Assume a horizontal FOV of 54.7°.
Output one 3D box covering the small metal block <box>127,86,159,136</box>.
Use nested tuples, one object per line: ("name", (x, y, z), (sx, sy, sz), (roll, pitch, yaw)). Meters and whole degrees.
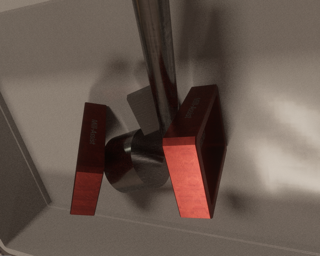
("small metal block", (-0.007, -0.026, 0.381), (0.050, 0.025, 0.050), (-24, 109, 3))

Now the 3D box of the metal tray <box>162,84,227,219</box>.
("metal tray", (0.043, 0.019, 0.327), (0.030, 0.130, 0.089), (-4, 117, 21))

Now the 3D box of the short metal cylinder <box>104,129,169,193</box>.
("short metal cylinder", (-0.029, 0.044, 0.414), (0.050, 0.080, 0.080), (-18, 109, 35))

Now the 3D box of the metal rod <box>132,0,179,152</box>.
("metal rod", (0.003, -0.039, 0.292), (0.025, 0.025, 0.299), (18, 153, 17))

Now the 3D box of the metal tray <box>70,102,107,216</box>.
("metal tray", (-0.094, 0.038, 0.414), (0.030, 0.130, 0.089), (8, 128, -14))
